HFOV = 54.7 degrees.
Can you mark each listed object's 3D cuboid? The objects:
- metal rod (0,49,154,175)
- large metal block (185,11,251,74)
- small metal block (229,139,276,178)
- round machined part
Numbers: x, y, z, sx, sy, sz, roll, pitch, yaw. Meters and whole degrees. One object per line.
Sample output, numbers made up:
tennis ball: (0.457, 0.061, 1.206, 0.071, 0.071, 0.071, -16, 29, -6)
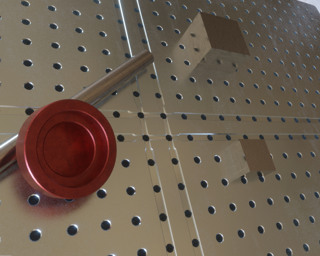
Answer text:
metal rod: (-0.102, -0.024, 0.368, 0.025, 0.025, 0.302, 44, 51, 2)
large metal block: (0.098, -0.146, 0.537, 0.081, 0.050, 0.080, 3, 60, -27)
small metal block: (0.136, 0.044, 0.457, 0.050, 0.025, 0.050, 2, 61, -28)
round machined part: (-0.097, 0.022, 0.317, 0.099, 0.042, 0.097, 10, 76, -43)
